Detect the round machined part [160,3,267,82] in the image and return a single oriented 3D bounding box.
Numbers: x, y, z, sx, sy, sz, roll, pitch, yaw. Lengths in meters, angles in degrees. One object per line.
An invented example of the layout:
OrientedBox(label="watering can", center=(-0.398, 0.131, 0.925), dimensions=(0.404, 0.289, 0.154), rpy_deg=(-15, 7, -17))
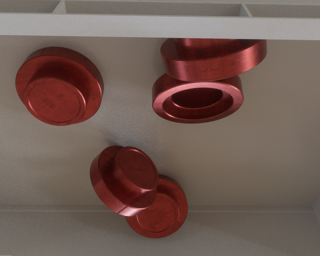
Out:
OrientedBox(label="round machined part", center=(0.048, -0.085, 0.290), dimensions=(0.098, 0.098, 0.042), rpy_deg=(-10, 123, 8))

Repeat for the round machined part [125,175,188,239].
OrientedBox(label="round machined part", center=(-0.006, 0.124, 0.474), dimensions=(0.099, 0.042, 0.097), rpy_deg=(0, 98, -2))

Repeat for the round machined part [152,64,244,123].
OrientedBox(label="round machined part", center=(0.040, -0.044, 0.345), dimensions=(0.099, 0.042, 0.098), rpy_deg=(-2, 157, 0))

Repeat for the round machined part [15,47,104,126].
OrientedBox(label="round machined part", center=(-0.118, -0.041, 0.361), dimensions=(0.099, 0.042, 0.097), rpy_deg=(-1, 130, 0))

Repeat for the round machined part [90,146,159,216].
OrientedBox(label="round machined part", center=(-0.040, 0.064, 0.415), dimensions=(0.098, 0.098, 0.042), rpy_deg=(34, 122, -26))
